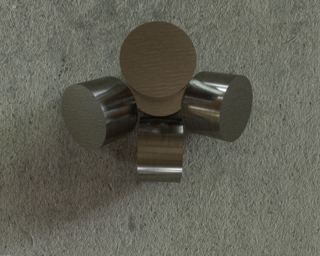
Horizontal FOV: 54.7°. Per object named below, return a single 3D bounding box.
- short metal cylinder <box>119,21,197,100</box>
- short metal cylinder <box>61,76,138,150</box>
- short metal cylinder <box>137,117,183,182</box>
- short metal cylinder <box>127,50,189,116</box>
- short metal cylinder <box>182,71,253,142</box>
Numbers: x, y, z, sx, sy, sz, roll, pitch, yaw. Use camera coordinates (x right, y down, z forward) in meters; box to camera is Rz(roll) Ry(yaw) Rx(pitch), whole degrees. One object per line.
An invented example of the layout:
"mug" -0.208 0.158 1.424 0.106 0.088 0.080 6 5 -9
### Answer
"short metal cylinder" -0.002 -0.072 0.348 0.081 0.050 0.079 0 90 -1
"short metal cylinder" -0.074 -0.019 0.378 0.080 0.050 0.079 17 118 35
"short metal cylinder" 0.000 0.026 0.383 0.050 0.080 0.079 2 90 0
"short metal cylinder" 0.000 -0.054 0.399 0.081 0.050 0.079 0 90 -1
"short metal cylinder" 0.072 -0.027 0.379 0.050 0.080 0.080 15 90 38
